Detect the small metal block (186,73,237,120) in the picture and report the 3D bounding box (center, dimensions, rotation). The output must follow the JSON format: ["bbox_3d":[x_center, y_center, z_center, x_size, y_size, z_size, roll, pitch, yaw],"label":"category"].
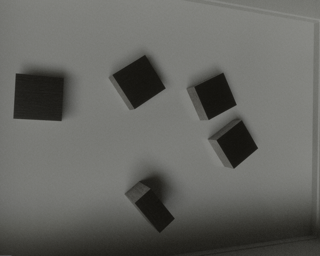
[{"bbox_3d":[0.073,-0.044,0.439,0.050,0.025,0.050,-28,100,-18],"label":"small metal block"}]

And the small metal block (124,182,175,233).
[{"bbox_3d":[-0.014,0.099,0.393,0.025,0.050,0.050,-40,103,-16],"label":"small metal block"}]

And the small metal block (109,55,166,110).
[{"bbox_3d":[-0.029,-0.058,0.400,0.050,0.025,0.050,-36,102,-17],"label":"small metal block"}]

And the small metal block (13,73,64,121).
[{"bbox_3d":[-0.140,-0.034,0.359,0.050,0.025,0.050,3,89,-20],"label":"small metal block"}]

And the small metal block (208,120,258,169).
[{"bbox_3d":[0.106,0.023,0.452,0.050,0.025,0.050,-36,102,-17],"label":"small metal block"}]
